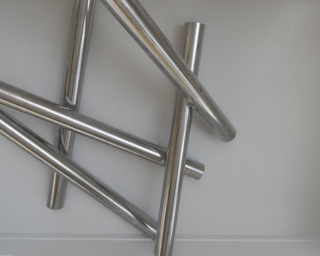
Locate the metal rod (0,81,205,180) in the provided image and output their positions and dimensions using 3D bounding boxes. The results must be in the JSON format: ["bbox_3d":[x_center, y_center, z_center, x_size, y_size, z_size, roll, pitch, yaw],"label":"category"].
[{"bbox_3d":[-0.077,0.004,0.390,0.302,0.025,0.025,23,109,-17],"label":"metal rod"}]

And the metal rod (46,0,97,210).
[{"bbox_3d":[-0.117,-0.024,0.401,0.025,0.025,0.298,13,110,-5],"label":"metal rod"}]

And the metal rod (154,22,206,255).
[{"bbox_3d":[0.023,0.023,0.391,0.025,0.025,0.298,7,100,-3],"label":"metal rod"}]

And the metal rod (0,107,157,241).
[{"bbox_3d":[-0.106,0.067,0.412,0.025,0.025,0.300,-42,114,14],"label":"metal rod"}]

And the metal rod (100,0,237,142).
[{"bbox_3d":[0.010,-0.067,0.315,0.025,0.025,0.300,-36,134,12],"label":"metal rod"}]
